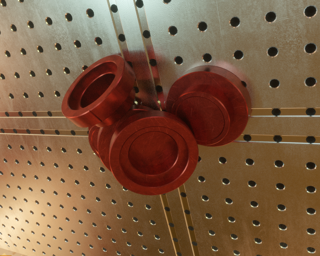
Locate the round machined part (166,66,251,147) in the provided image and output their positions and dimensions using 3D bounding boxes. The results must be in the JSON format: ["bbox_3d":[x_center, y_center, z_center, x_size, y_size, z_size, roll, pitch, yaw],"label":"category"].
[{"bbox_3d":[0.052,-0.019,0.360,0.098,0.042,0.097,13,124,20],"label":"round machined part"}]

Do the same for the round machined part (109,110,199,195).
[{"bbox_3d":[-0.009,0.025,0.357,0.099,0.042,0.097,-3,113,-7],"label":"round machined part"}]

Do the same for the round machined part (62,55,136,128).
[{"bbox_3d":[-0.069,-0.040,0.381,0.098,0.098,0.042,-13,137,33],"label":"round machined part"}]

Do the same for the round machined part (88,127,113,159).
[{"bbox_3d":[-0.061,0.014,0.440,0.098,0.042,0.097,13,124,20],"label":"round machined part"}]

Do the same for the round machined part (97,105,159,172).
[{"bbox_3d":[-0.030,0.023,0.398,0.099,0.042,0.097,-4,110,-10],"label":"round machined part"}]
